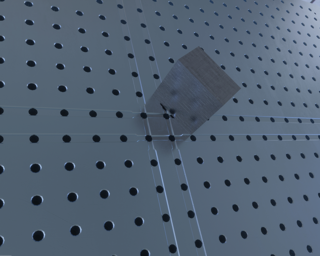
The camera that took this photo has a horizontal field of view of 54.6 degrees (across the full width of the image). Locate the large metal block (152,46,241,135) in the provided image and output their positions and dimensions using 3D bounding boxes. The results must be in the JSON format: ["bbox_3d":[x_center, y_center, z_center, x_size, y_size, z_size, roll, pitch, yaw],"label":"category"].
[{"bbox_3d":[0.048,-0.050,0.429,0.080,0.080,0.050,46,51,4],"label":"large metal block"}]
